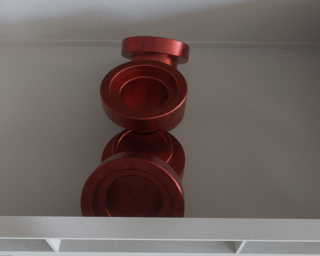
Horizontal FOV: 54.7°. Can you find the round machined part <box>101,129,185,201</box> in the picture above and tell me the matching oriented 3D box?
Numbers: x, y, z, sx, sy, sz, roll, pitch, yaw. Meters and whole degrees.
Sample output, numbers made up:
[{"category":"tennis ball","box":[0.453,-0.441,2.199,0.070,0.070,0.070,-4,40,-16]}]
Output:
[{"category":"round machined part","box":[-0.020,0.034,0.362,0.099,0.042,0.098,0,50,0]}]

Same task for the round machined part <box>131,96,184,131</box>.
[{"category":"round machined part","box":[-0.014,-0.041,0.426,0.099,0.042,0.098,0,50,0]}]

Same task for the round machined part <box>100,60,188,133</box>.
[{"category":"round machined part","box":[-0.018,-0.033,0.364,0.099,0.042,0.098,0,50,0]}]

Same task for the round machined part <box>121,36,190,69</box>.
[{"category":"round machined part","box":[-0.008,-0.101,0.453,0.099,0.098,0.042,5,93,4]}]

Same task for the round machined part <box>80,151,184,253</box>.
[{"category":"round machined part","box":[-0.025,0.070,0.310,0.099,0.097,0.042,5,13,3]}]
